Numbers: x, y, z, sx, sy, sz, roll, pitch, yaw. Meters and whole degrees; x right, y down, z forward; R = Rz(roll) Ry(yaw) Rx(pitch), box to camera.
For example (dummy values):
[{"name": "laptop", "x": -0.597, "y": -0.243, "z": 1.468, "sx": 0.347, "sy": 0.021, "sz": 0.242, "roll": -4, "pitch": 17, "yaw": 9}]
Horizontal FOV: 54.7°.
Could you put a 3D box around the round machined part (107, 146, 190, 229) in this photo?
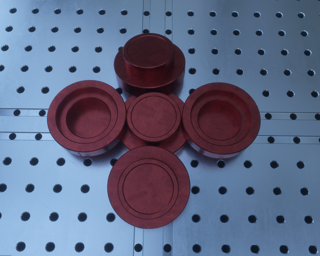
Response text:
[{"name": "round machined part", "x": -0.013, "y": 0.069, "z": 0.365, "sx": 0.099, "sy": 0.042, "sz": 0.097, "roll": 0, "pitch": 85, "yaw": 0}]

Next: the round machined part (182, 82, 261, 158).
[{"name": "round machined part", "x": 0.077, "y": -0.007, "z": 0.406, "sx": 0.099, "sy": 0.042, "sz": 0.098, "roll": 0, "pitch": 70, "yaw": -1}]

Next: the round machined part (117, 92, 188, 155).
[{"name": "round machined part", "x": -0.008, "y": -0.008, "z": 0.404, "sx": 0.099, "sy": 0.042, "sz": 0.098, "roll": 0, "pitch": 70, "yaw": -1}]

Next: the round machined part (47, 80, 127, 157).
[{"name": "round machined part", "x": -0.091, "y": -0.010, "z": 0.405, "sx": 0.099, "sy": 0.042, "sz": 0.098, "roll": 0, "pitch": 70, "yaw": -1}]

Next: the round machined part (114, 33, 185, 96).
[{"name": "round machined part", "x": -0.014, "y": -0.092, "z": 0.424, "sx": 0.099, "sy": 0.042, "sz": 0.098, "roll": -1, "pitch": 56, "yaw": 1}]
